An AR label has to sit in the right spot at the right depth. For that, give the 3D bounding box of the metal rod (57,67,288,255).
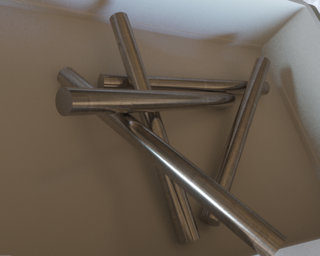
[{"bbox_3d":[-0.012,0.016,0.315,0.300,0.025,0.025,37,46,28],"label":"metal rod"}]

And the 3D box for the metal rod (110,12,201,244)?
[{"bbox_3d":[-0.011,-0.011,0.384,0.025,0.025,0.299,-9,74,-32],"label":"metal rod"}]

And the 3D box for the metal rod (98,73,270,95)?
[{"bbox_3d":[0.055,-0.064,0.476,0.303,0.025,0.025,-3,63,-30],"label":"metal rod"}]

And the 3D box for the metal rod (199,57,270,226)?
[{"bbox_3d":[0.118,0.000,0.452,0.025,0.025,0.300,33,57,-8],"label":"metal rod"}]

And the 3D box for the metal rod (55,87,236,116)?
[{"bbox_3d":[0.014,-0.033,0.379,0.302,0.025,0.025,-7,64,-51],"label":"metal rod"}]
